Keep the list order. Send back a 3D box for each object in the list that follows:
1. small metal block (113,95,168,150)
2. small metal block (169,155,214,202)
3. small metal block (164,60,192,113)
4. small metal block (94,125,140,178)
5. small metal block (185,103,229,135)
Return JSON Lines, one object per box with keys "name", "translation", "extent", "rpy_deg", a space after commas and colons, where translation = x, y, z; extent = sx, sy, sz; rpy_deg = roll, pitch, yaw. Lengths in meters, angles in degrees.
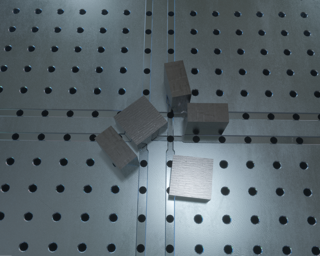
{"name": "small metal block", "translation": [-0.025, -0.007, 0.414], "extent": [0.050, 0.025, 0.050], "rpy_deg": [-37, 74, -13]}
{"name": "small metal block", "translation": [0.039, 0.063, 0.389], "extent": [0.050, 0.025, 0.050], "rpy_deg": [6, 70, 2]}
{"name": "small metal block", "translation": [0.023, -0.055, 0.419], "extent": [0.025, 0.050, 0.050], "rpy_deg": [-11, 71, -4]}
{"name": "small metal block", "translation": [-0.052, 0.031, 0.387], "extent": [0.025, 0.050, 0.050], "rpy_deg": [-39, 75, -13]}
{"name": "small metal block", "translation": [0.059, -0.011, 0.403], "extent": [0.050, 0.050, 0.025], "rpy_deg": [1, 70, 0]}
